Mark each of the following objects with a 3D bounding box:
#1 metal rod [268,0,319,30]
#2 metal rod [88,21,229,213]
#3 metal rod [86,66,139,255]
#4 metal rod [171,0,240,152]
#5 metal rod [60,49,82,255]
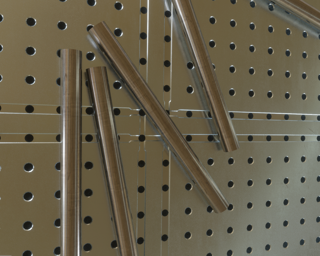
[{"bbox_3d":[0.158,-0.215,0.472,0.302,0.025,0.025,19,84,-19],"label":"metal rod"},{"bbox_3d":[0.005,-0.006,0.415,0.025,0.025,0.299,-39,103,-16],"label":"metal rod"},{"bbox_3d":[-0.055,0.073,0.393,0.025,0.025,0.298,-11,94,-20],"label":"metal rod"},{"bbox_3d":[0.054,-0.108,0.433,0.025,0.025,0.298,-23,98,-19],"label":"metal rod"},{"bbox_3d":[-0.107,0.057,0.373,0.025,0.025,0.298,0,90,-20],"label":"metal rod"}]
